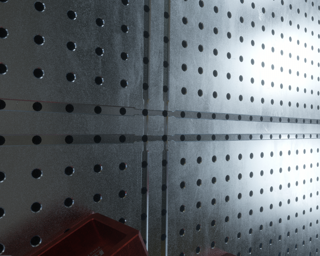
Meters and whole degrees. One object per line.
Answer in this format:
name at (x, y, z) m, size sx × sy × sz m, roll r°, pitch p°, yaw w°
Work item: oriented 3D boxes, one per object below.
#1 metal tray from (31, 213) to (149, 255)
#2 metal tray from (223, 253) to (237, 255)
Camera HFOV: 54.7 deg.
metal tray at (-0.087, 0.138, 0.295) m, size 0.131 × 0.090 × 0.030 m, roll -30°, pitch 109°, yaw -36°
metal tray at (0.082, 0.260, 0.477) m, size 0.131 × 0.030 × 0.089 m, roll -3°, pitch 92°, yaw -40°
